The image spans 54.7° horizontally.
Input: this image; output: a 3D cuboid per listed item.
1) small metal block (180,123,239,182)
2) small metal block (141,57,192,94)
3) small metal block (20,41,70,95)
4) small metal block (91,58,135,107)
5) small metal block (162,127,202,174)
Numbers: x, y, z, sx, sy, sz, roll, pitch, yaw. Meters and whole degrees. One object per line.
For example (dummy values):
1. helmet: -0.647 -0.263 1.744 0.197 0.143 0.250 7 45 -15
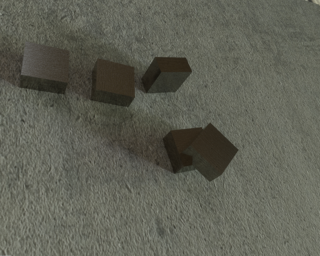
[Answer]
1. small metal block: 0.063 0.030 0.387 0.050 0.025 0.050 44 51 2
2. small metal block: 0.009 -0.074 0.437 0.050 0.050 0.025 -7 65 -31
3. small metal block: -0.138 -0.072 0.373 0.050 0.025 0.050 7 59 -25
4. small metal block: -0.061 -0.059 0.406 0.050 0.025 0.050 10 58 -23
5. small metal block: 0.038 0.029 0.406 0.050 0.025 0.050 -6 65 -31
